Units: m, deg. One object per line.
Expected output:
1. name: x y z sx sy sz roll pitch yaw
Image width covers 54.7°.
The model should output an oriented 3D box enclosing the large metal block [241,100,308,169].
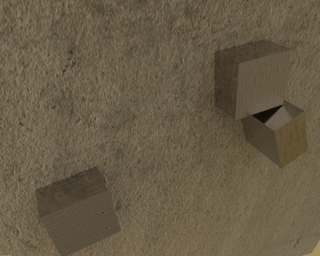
1. large metal block: 0.168 -0.001 0.462 0.050 0.080 0.080 -33 129 -7

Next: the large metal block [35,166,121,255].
1. large metal block: -0.104 0.108 0.400 0.081 0.050 0.080 -21 127 -16

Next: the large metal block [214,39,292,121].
1. large metal block: 0.122 -0.066 0.416 0.081 0.050 0.079 -18 126 -18
